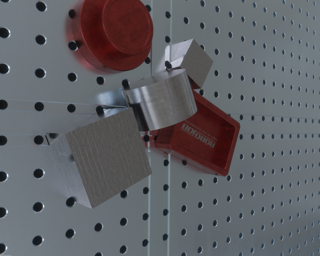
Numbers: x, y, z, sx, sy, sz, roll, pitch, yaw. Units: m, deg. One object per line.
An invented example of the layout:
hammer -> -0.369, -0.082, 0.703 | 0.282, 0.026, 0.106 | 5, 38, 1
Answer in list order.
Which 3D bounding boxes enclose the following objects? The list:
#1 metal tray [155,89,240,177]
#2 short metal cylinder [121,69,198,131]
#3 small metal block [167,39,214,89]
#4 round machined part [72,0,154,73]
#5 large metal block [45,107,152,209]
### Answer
metal tray -> 0.061, 0.009, 0.456 | 0.131, 0.030, 0.090 | 29, 72, -36
short metal cylinder -> -0.001, -0.035, 0.373 | 0.081, 0.080, 0.050 | -29, 109, -36
small metal block -> 0.045, -0.091, 0.447 | 0.050, 0.025, 0.050 | 39, 66, -33
round machined part -> -0.047, -0.115, 0.359 | 0.099, 0.042, 0.097 | 0, 90, -40
large metal block -> -0.064, 0.028, 0.339 | 0.081, 0.050, 0.080 | -26, 107, -37
